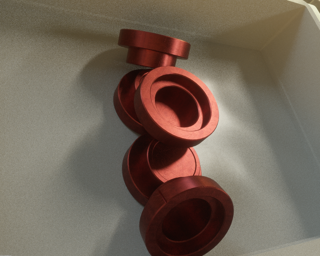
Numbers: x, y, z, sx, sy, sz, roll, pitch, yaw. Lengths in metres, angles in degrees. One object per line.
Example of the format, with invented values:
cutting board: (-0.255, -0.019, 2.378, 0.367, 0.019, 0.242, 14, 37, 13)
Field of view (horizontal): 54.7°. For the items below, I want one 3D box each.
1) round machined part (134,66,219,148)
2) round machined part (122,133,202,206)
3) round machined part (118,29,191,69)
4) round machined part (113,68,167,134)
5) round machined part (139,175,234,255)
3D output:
round machined part: (0.016, -0.020, 0.360, 0.099, 0.042, 0.098, 14, 56, -21)
round machined part: (0.008, 0.046, 0.370, 0.099, 0.042, 0.098, 14, 56, -21)
round machined part: (-0.010, -0.104, 0.429, 0.099, 0.098, 0.042, 7, 101, -25)
round machined part: (-0.009, -0.040, 0.414, 0.099, 0.042, 0.098, 14, 56, -21)
round machined part: (0.025, 0.091, 0.329, 0.099, 0.097, 0.042, 6, 21, -26)
